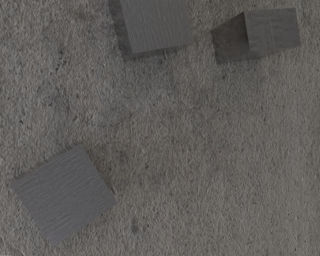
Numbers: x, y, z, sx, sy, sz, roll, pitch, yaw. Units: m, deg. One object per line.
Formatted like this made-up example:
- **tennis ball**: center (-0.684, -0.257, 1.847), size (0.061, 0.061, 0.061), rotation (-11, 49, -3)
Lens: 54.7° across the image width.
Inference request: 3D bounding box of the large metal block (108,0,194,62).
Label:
- **large metal block**: center (-0.012, -0.134, 0.391), size (0.081, 0.050, 0.080), rotation (-15, 95, -19)

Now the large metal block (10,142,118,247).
- **large metal block**: center (-0.108, 0.071, 0.356), size (0.080, 0.050, 0.080), rotation (-32, 101, -17)

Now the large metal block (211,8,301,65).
- **large metal block**: center (0.129, -0.124, 0.427), size (0.081, 0.080, 0.050), rotation (-12, 94, -20)
